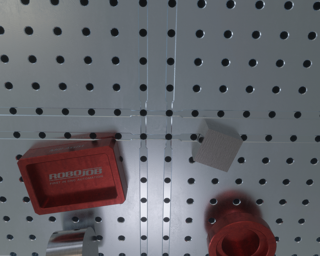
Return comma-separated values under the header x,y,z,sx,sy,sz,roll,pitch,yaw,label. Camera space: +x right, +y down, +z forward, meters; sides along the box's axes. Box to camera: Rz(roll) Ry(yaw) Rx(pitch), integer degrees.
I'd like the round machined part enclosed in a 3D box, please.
x,y,z,sx,sy,sz,roll,pitch,yaw,label
0.119,0.168,0.468,0.099,0.042,0.097,0,110,0,round machined part

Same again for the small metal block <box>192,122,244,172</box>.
x,y,z,sx,sy,sz,roll,pitch,yaw,label
0.078,0.026,0.424,0.050,0.025,0.050,20,109,-8,small metal block

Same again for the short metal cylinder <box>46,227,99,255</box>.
x,y,z,sx,sy,sz,roll,pitch,yaw,label
-0.126,0.189,0.453,0.050,0.080,0.079,-8,110,3,short metal cylinder

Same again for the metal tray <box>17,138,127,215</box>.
x,y,z,sx,sy,sz,roll,pitch,yaw,label
-0.119,0.069,0.434,0.131,0.030,0.089,-9,110,3,metal tray
